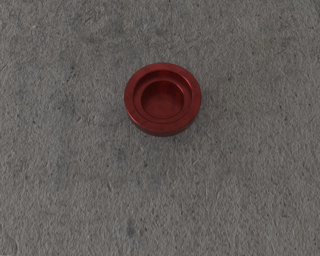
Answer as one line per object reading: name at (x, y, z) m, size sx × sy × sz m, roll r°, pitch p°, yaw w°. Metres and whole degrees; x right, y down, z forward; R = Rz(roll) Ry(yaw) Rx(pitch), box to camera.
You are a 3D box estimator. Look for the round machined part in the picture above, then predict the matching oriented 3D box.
round machined part at (0.004, -0.034, 0.412) m, size 0.099 × 0.042 × 0.098 m, roll 0°, pitch 70°, yaw 0°
